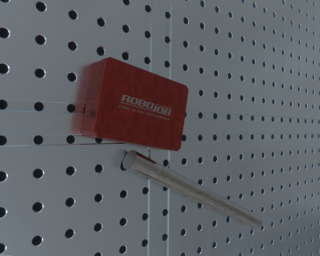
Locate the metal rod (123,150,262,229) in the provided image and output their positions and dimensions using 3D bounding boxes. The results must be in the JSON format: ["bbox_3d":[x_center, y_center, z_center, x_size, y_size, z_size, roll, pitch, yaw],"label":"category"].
[{"bbox_3d":[0.067,0.103,0.466,0.301,0.025,0.025,32,70,-36],"label":"metal rod"}]

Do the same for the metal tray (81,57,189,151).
[{"bbox_3d":[-0.025,-0.024,0.385,0.131,0.030,0.090,13,82,-39],"label":"metal tray"}]
